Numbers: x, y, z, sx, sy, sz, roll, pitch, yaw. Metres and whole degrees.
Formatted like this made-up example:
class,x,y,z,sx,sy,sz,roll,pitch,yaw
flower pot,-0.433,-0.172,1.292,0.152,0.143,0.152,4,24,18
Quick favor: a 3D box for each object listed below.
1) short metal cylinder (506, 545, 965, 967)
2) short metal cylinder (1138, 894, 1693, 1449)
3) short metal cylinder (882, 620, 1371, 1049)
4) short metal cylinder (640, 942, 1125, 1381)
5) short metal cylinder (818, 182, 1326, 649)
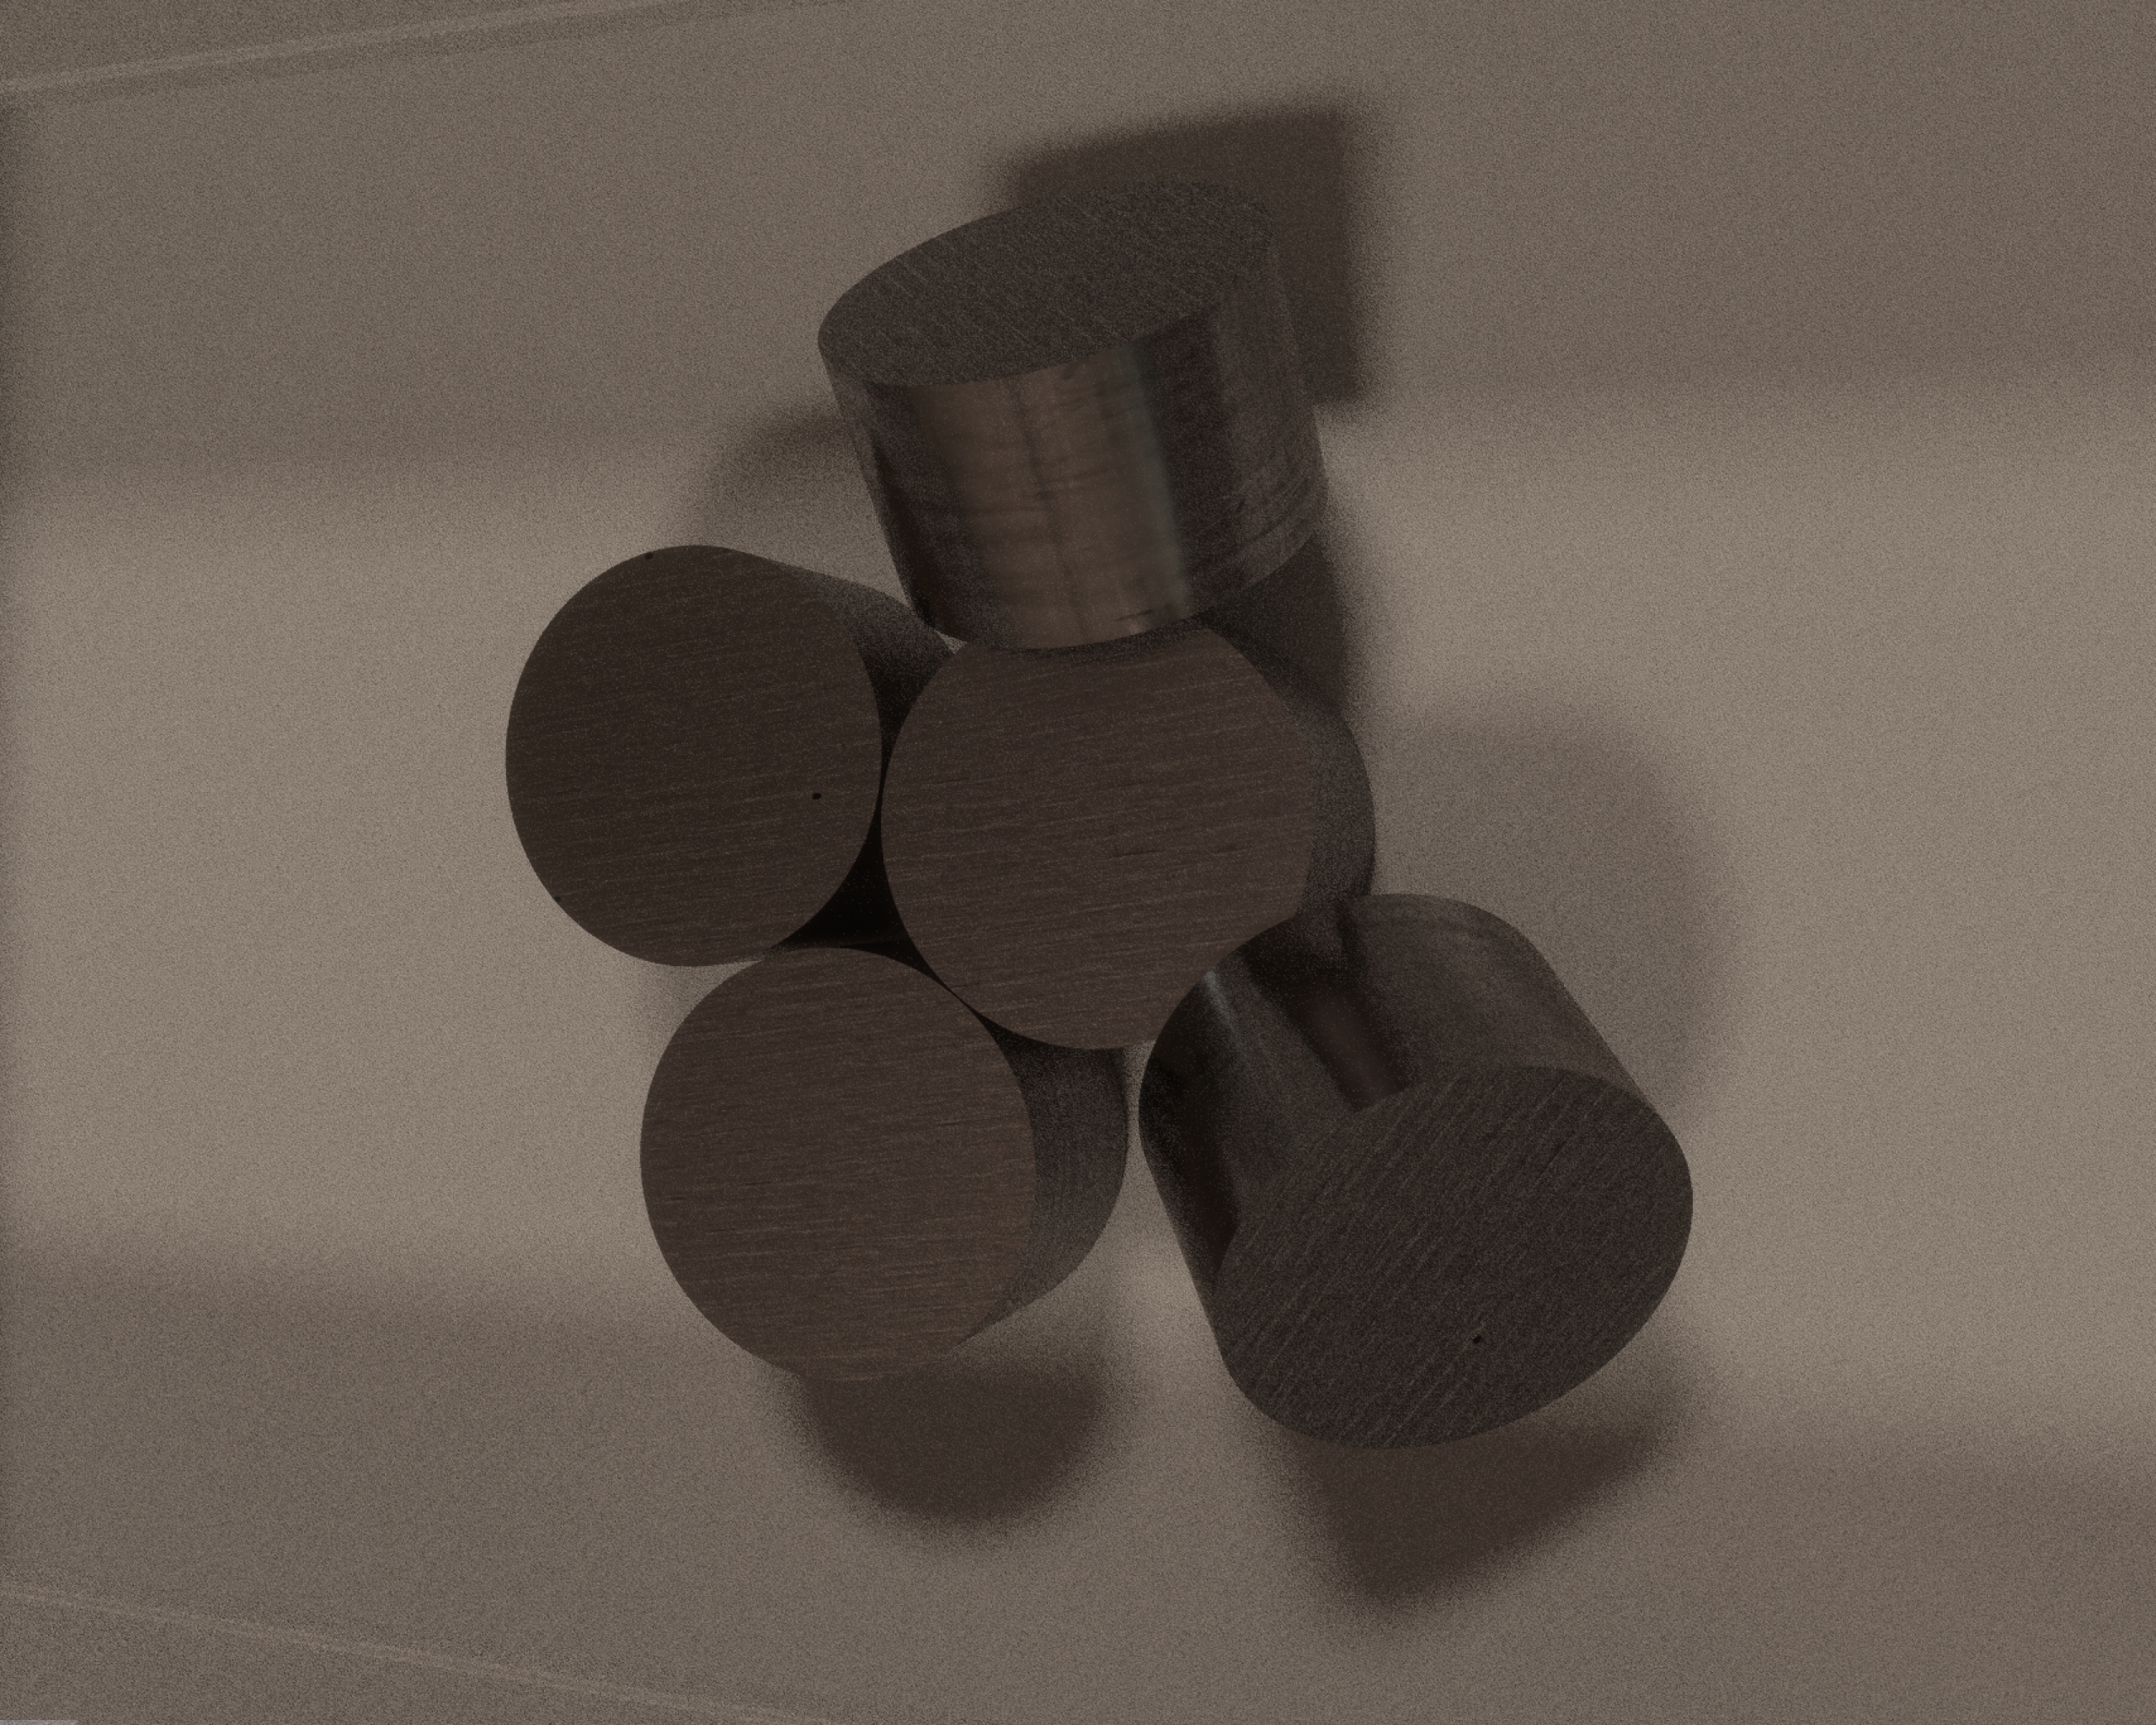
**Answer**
class,x,y,z,sx,sy,sz,roll,pitch,yaw
short metal cylinder,-0.065,-0.020,0.417,0.080,0.050,0.079,0,90,19
short metal cylinder,0.055,0.052,0.354,0.081,0.050,0.079,-7,122,-11
short metal cylinder,0.011,-0.007,0.391,0.080,0.050,0.079,0,90,19
short metal cylinder,-0.037,0.055,0.407,0.080,0.050,0.079,0,90,19
short metal cylinder,0.000,-0.081,0.371,0.080,0.080,0.050,-3,127,19
